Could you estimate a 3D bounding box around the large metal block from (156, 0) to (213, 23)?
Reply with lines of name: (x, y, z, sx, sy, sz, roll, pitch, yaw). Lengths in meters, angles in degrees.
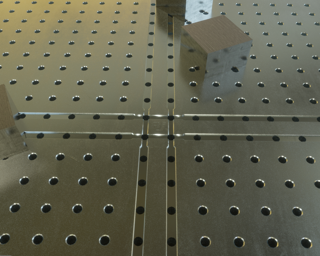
large metal block: (0.049, -0.261, 0.612, 0.080, 0.050, 0.080, -36, 59, -27)

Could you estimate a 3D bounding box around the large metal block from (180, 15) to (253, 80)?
large metal block: (0.088, -0.133, 0.504, 0.081, 0.050, 0.080, -20, 53, -16)

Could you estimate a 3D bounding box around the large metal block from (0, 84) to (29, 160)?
large metal block: (-0.223, -0.001, 0.391, 0.081, 0.050, 0.080, -21, 53, -17)
